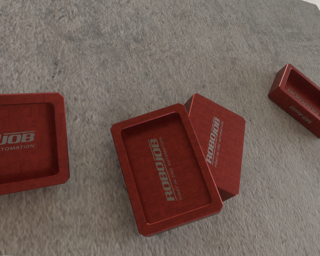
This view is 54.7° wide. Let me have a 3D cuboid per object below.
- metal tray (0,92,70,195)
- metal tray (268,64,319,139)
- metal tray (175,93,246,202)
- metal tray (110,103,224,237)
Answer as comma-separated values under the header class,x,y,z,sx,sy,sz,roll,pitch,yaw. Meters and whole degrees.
class,x,y,z,sx,sy,sz,roll,pitch,yaw
metal tray,-0.154,0.015,0.280,0.131,0.030,0.089,-6,99,-31
metal tray,0.272,-0.052,0.581,0.130,0.030,0.090,38,51,-3
metal tray,0.068,0.024,0.425,0.090,0.030,0.130,26,52,-12
metal tray,0.005,0.045,0.349,0.090,0.030,0.130,-18,68,-2
